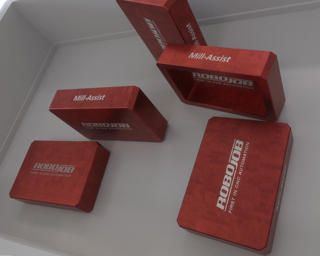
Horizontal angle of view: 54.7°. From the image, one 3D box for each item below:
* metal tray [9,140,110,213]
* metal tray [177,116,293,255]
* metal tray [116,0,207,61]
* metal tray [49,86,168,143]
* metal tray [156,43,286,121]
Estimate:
[{"bbox_3d":[-0.142,0.065,0.438,0.130,0.030,0.090,0,61,28],"label":"metal tray"},{"bbox_3d":[0.081,0.054,0.327,0.090,0.030,0.130,7,65,31],"label":"metal tray"},{"bbox_3d":[0.010,-0.127,0.411,0.090,0.130,0.030,26,76,37],"label":"metal tray"},{"bbox_3d":[-0.067,-0.016,0.408,0.130,0.090,0.030,1,63,28],"label":"metal tray"},{"bbox_3d":[0.070,-0.053,0.359,0.130,0.090,0.030,15,70,34],"label":"metal tray"}]
